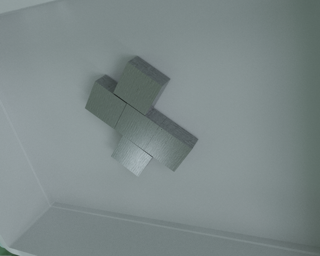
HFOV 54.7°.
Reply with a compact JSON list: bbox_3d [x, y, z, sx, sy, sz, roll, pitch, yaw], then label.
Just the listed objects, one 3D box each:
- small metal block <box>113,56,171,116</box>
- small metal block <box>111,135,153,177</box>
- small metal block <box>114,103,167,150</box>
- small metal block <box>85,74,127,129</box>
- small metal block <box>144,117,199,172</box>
[{"bbox_3d":[-0.023,-0.052,0.386,0.050,0.025,0.050,36,128,4],"label":"small metal block"},{"bbox_3d":[-0.036,0.035,0.447,0.050,0.025,0.050,37,130,3],"label":"small metal block"},{"bbox_3d":[-0.027,-0.006,0.415,0.050,0.025,0.050,36,129,4],"label":"small metal block"},{"bbox_3d":[-0.068,-0.035,0.420,0.050,0.025,0.050,36,129,4],"label":"small metal block"},{"bbox_3d":[0.014,0.023,0.412,0.050,0.025,0.050,36,129,4],"label":"small metal block"}]
